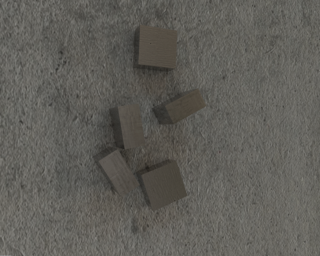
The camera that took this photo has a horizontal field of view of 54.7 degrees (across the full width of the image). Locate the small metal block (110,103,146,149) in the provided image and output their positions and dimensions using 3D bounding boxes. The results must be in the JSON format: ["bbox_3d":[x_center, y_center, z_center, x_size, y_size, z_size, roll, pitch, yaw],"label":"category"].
[{"bbox_3d":[-0.041,-0.002,0.380,0.025,0.050,0.050,-10,94,-20],"label":"small metal block"}]

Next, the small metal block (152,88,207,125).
[{"bbox_3d":[0.024,-0.027,0.404,0.050,0.050,0.025,-29,100,-18],"label":"small metal block"}]

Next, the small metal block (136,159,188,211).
[{"bbox_3d":[0.002,0.074,0.410,0.050,0.025,0.050,-20,97,-19],"label":"small metal block"}]

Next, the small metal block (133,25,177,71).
[{"bbox_3d":[-0.006,-0.103,0.406,0.050,0.025,0.050,2,89,-20],"label":"small metal block"}]

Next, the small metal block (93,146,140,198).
[{"bbox_3d":[-0.054,0.051,0.376,0.025,0.050,0.050,-33,101,-17],"label":"small metal block"}]
